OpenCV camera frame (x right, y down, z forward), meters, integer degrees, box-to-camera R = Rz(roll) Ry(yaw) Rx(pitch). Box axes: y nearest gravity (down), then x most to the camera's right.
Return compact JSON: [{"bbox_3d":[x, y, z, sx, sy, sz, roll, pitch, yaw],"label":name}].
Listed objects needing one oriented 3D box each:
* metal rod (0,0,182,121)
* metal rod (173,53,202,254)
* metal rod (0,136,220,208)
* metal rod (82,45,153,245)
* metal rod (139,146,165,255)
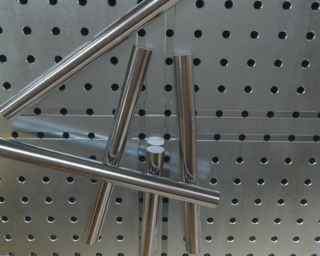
[{"bbox_3d":[-0.074,-0.099,0.375,0.300,0.025,0.025,-32,107,10],"label":"metal rod"},{"bbox_3d":[0.040,0.049,0.431,0.025,0.025,0.298,-5,110,1],"label":"metal rod"},{"bbox_3d":[-0.069,0.059,0.406,0.302,0.025,0.025,15,109,-6],"label":"metal rod"},{"bbox_3d":[-0.064,0.036,0.425,0.025,0.025,0.298,16,109,-6],"label":"metal rod"},{"bbox_3d":[-0.018,0.168,0.475,0.025,0.025,0.298,4,110,-2],"label":"metal rod"}]
